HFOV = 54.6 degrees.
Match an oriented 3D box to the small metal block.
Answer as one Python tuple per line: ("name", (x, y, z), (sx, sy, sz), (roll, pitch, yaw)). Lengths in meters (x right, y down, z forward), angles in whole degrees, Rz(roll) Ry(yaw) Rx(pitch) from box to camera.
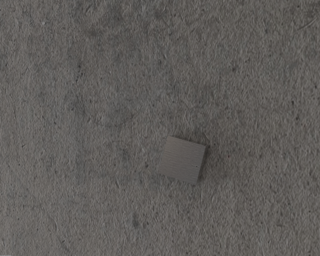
("small metal block", (0.031, 0.040, 0.398), (0.050, 0.025, 0.050), (15, 95, 19))
